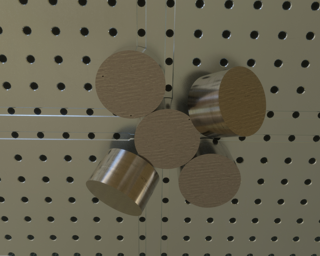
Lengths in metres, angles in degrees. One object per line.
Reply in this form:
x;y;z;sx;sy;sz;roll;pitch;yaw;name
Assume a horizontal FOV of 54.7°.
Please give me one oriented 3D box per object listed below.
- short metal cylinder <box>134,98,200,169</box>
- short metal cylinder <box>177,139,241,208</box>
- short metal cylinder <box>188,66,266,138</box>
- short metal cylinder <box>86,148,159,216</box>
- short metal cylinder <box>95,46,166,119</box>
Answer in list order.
0.009;0.006;0.402;0.081;0.050;0.079;0;110;-1;short metal cylinder
0.064;0.061;0.423;0.081;0.050;0.079;0;110;-1;short metal cylinder
0.080;-0.029;0.369;0.081;0.050;0.080;3;85;-35;short metal cylinder
-0.048;0.071;0.404;0.080;0.050;0.080;21;147;15;short metal cylinder
-0.034;-0.057;0.378;0.081;0.050;0.079;0;110;-1;short metal cylinder
